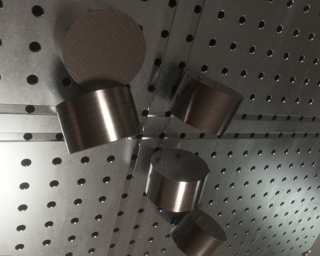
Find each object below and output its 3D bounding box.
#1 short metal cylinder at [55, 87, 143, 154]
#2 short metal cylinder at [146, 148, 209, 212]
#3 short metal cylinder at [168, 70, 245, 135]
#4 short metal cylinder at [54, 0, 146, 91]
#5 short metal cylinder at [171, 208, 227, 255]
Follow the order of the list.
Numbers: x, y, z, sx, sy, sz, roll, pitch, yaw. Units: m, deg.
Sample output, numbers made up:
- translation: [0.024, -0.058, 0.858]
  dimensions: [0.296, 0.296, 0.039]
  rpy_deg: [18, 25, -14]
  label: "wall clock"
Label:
- translation: [-0.063, -0.007, 0.328]
  dimensions: [0.081, 0.080, 0.050]
  rpy_deg: [-16, 89, -20]
  label: "short metal cylinder"
- translation: [0.023, 0.071, 0.434]
  dimensions: [0.081, 0.080, 0.050]
  rpy_deg: [-4, 120, -27]
  label: "short metal cylinder"
- translation: [0.057, -0.033, 0.389]
  dimensions: [0.081, 0.080, 0.050]
  rpy_deg: [12, 113, -34]
  label: "short metal cylinder"
- translation: [-0.061, -0.083, 0.311]
  dimensions: [0.081, 0.050, 0.079]
  rpy_deg: [-14, 124, -21]
  label: "short metal cylinder"
- translation: [0.065, 0.179, 0.525]
  dimensions: [0.080, 0.080, 0.050]
  rpy_deg: [29, 103, -38]
  label: "short metal cylinder"
